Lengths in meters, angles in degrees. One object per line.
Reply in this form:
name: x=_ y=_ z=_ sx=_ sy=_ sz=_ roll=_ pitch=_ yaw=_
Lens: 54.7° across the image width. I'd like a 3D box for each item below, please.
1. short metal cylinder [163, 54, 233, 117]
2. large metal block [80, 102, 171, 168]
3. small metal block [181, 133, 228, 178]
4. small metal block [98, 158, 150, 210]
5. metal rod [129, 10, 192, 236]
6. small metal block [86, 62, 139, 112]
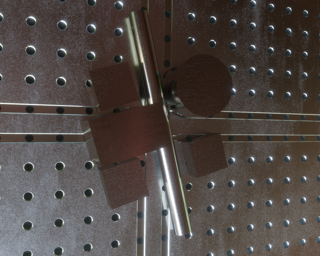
short metal cylinder: x=0.049 y=-0.055 z=0.418 sx=0.081 sy=0.050 sz=0.079 roll=0 pitch=90 yaw=-21
large metal block: x=-0.044 y=0.006 z=0.366 sx=0.081 sy=0.080 sz=0.050 roll=-16 pitch=96 yaw=-20
small metal block: x=0.063 y=0.037 z=0.437 sx=0.050 sy=0.025 sz=0.050 roll=-16 pitch=96 yaw=-20
small metal block: x=-0.047 y=0.069 z=0.396 sx=0.050 sy=0.025 sz=0.050 roll=-17 pitch=96 yaw=-20
metal rod: x=0.002 y=-0.004 z=0.414 sx=0.025 sy=0.025 sz=0.298 roll=-13 pitch=95 yaw=-20
small metal block: x=-0.060 y=-0.051 z=0.391 sx=0.050 sy=0.025 sz=0.050 roll=-19 pitch=97 yaw=-19
